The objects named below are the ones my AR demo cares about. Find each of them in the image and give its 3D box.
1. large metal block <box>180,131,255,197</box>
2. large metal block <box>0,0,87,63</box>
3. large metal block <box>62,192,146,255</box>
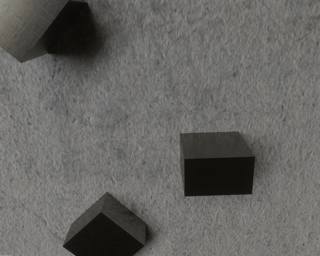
[{"bbox_3d":[0.068,0.043,0.397,0.081,0.080,0.050,-2,110,0],"label":"large metal block"},{"bbox_3d":[-0.132,-0.122,0.333,0.050,0.080,0.080,40,105,-14],"label":"large metal block"},{"bbox_3d":[-0.078,0.155,0.453,0.080,0.050,0.080,-43,105,14],"label":"large metal block"}]
